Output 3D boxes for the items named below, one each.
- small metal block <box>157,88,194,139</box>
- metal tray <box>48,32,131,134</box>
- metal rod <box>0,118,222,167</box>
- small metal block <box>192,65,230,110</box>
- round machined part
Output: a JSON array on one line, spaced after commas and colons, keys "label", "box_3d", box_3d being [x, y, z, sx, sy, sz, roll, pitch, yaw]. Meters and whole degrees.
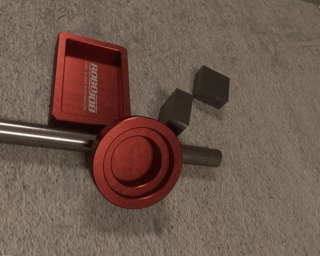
[{"label": "small metal block", "box_3d": [0.018, -0.016, 0.409, 0.025, 0.050, 0.050, 23, 53, -15]}, {"label": "metal tray", "box_3d": [-0.086, -0.054, 0.387, 0.091, 0.030, 0.130, 8, 58, -24]}, {"label": "metal rod", "box_3d": [-0.059, 0.019, 0.360, 0.302, 0.025, 0.025, 9, 58, -24]}, {"label": "small metal block", "box_3d": [0.081, -0.064, 0.489, 0.050, 0.025, 0.050, 23, 53, -15]}, {"label": "round machined part", "box_3d": [-0.029, 0.035, 0.338, 0.099, 0.042, 0.097, -3, 98, -23]}]
